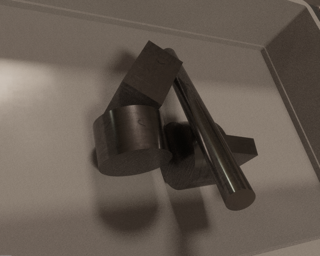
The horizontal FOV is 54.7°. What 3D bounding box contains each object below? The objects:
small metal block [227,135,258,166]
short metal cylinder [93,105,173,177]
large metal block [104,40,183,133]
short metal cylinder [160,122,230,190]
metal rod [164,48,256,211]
[{"bbox_3d":[0.095,0.034,0.422,0.050,0.050,0.025,8,59,-25],"label":"small metal block"},{"bbox_3d":[-0.031,0.017,0.345,0.081,0.080,0.050,1,62,-28],"label":"short metal cylinder"},{"bbox_3d":[-0.022,-0.048,0.389,0.050,0.080,0.080,31,52,-9],"label":"large metal block"},{"bbox_3d":[0.039,0.031,0.374,0.050,0.080,0.080,-2,63,-30],"label":"short metal cylinder"},{"bbox_3d":[0.038,-0.028,0.366,0.025,0.025,0.300,14,31,-21],"label":"metal rod"}]
